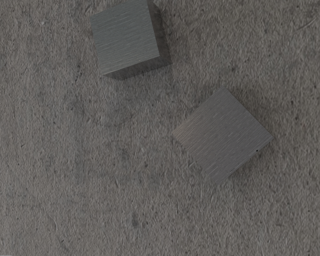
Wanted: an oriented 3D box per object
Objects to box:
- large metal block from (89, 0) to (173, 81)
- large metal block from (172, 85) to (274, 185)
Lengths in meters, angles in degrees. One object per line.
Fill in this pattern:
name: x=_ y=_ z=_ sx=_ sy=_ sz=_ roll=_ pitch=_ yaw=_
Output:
large metal block: x=-0.037 y=-0.115 z=0.409 sx=0.080 sy=0.050 sz=0.080 roll=-15 pitch=85 yaw=19
large metal block: x=0.076 y=0.008 z=0.369 sx=0.080 sy=0.050 sz=0.080 roll=-44 pitch=77 yaw=14
